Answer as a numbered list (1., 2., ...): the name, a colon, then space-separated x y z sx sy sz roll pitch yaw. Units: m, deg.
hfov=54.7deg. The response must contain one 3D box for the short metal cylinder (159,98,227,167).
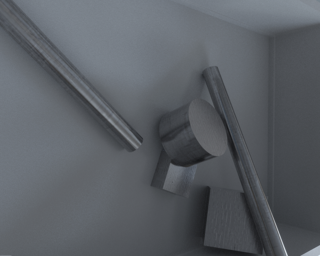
1. short metal cylinder: 0.045 0.007 0.413 0.080 0.050 0.080 27 50 -38

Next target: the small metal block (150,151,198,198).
1. small metal block: 0.020 0.064 0.426 0.050 0.025 0.050 28 72 -37

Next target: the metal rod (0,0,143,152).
1. metal rod: -0.117 -0.078 0.308 0.300 0.025 0.025 49 61 -29

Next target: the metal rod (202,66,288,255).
1. metal rod: 0.115 0.048 0.428 0.025 0.025 0.299 1 65 -40

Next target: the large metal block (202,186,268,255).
1. large metal block: 0.108 0.133 0.457 0.050 0.080 0.080 59 38 -81
